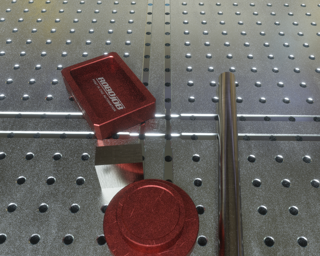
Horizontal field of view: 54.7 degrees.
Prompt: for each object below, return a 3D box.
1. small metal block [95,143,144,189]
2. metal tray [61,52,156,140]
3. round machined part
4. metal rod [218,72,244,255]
[{"bbox_3d":[-0.045,0.044,0.354,0.050,0.050,0.025,-4,50,-4],"label":"small metal block"},{"bbox_3d":[-0.075,-0.052,0.446,0.091,0.030,0.130,-25,55,-20],"label":"metal tray"},{"bbox_3d":[-0.009,0.094,0.318,0.099,0.042,0.098,0,50,0],"label":"round machined part"},{"bbox_3d":[0.084,0.038,0.376,0.025,0.025,0.300,6,50,4],"label":"metal rod"}]
